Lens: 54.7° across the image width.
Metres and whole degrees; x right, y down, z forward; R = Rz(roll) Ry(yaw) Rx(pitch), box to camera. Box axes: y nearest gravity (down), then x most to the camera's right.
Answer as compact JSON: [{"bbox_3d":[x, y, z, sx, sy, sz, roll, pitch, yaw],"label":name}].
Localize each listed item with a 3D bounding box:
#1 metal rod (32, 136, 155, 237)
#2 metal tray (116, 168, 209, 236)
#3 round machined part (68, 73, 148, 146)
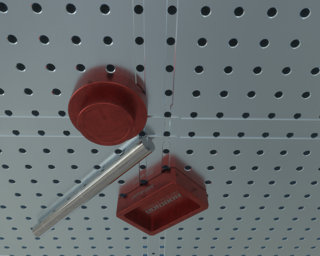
[{"bbox_3d":[-0.119,0.105,0.499,0.025,0.025,0.299,36,121,-27],"label":"metal rod"},{"bbox_3d":[0.003,0.127,0.516,0.130,0.030,0.090,-35,123,25],"label":"metal tray"},{"bbox_3d":[-0.065,-0.016,0.386,0.099,0.042,0.097,-1,130,0],"label":"round machined part"}]
